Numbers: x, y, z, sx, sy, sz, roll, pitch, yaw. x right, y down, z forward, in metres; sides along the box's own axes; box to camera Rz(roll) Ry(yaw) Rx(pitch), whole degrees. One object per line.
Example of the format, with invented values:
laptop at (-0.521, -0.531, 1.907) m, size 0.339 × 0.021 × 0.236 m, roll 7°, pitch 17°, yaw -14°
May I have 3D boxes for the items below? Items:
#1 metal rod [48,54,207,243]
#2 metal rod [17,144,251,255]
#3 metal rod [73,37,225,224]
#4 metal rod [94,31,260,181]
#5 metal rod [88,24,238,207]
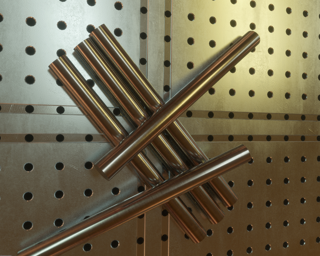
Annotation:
metal rod at (-0.034, 0.036, 0.401) m, size 0.025 × 0.025 × 0.300 m, roll -41°, pitch 103°, yaw -16°
metal rod at (-0.022, 0.093, 0.383) m, size 0.302 × 0.025 × 0.025 m, roll -24°, pitch 99°, yaw -11°
metal rod at (-0.007, 0.013, 0.411) m, size 0.025 × 0.025 × 0.300 m, roll -41°, pitch 103°, yaw -16°
metal rod at (0.037, -0.043, 0.406) m, size 0.301 × 0.025 × 0.025 m, roll -42°, pitch 104°, yaw -24°
metal rod at (0.012, -0.007, 0.418) m, size 0.025 × 0.025 × 0.300 m, roll -42°, pitch 104°, yaw -15°
